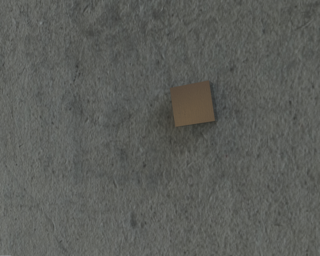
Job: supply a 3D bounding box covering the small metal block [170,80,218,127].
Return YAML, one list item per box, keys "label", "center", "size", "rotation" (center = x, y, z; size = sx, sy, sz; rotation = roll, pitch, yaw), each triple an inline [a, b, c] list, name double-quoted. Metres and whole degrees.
- label: "small metal block"
  center: [0.044, -0.030, 0.393]
  size: [0.050, 0.025, 0.050]
  rotation: [-9, 87, 19]
